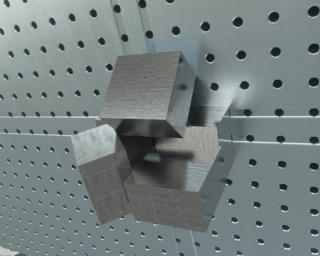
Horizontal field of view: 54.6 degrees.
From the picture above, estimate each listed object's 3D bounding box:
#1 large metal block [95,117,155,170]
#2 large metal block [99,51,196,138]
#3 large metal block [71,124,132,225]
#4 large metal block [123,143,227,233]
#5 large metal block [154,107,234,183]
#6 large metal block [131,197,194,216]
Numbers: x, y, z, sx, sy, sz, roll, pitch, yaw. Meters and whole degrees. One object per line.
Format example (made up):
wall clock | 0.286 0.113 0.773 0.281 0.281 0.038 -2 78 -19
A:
large metal block | -0.033 0.016 0.423 0.080 0.050 0.080 7 122 25
large metal block | -0.012 -0.036 0.350 0.080 0.080 0.050 2 158 27
large metal block | -0.064 0.050 0.366 0.050 0.080 0.080 -20 117 -13
large metal block | 0.020 0.059 0.337 0.080 0.080 0.050 2 119 27
large metal block | 0.043 0.020 0.385 0.080 0.050 0.080 3 120 27
large metal block | 0.017 0.100 0.422 0.080 0.050 0.080 2 164 27
